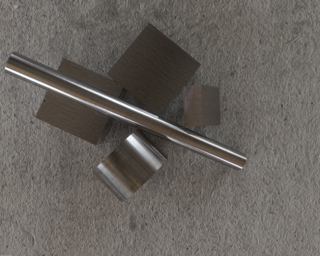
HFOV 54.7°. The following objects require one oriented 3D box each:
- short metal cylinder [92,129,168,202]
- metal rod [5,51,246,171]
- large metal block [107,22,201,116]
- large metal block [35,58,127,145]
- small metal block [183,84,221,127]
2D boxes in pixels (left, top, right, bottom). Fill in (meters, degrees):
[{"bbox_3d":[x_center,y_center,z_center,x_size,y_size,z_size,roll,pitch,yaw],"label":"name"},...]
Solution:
[{"bbox_3d":[-0.036,0.045,0.383,0.080,0.080,0.050,-44,90,0],"label":"short metal cylinder"},{"bbox_3d":[-0.026,-0.012,0.370,0.302,0.025,0.025,23,90,-17],"label":"metal rod"},{"bbox_3d":[-0.007,-0.071,0.396,0.080,0.050,0.080,39,90,0],"label":"large metal block"},{"bbox_3d":[-0.097,-0.032,0.398,0.080,0.050,0.080,25,90,0],"label":"large metal block"},{"bbox_3d":[0.054,-0.028,0.397,0.025,0.050,0.050,-2,90,36],"label":"small metal block"}]
